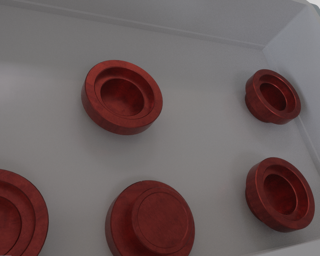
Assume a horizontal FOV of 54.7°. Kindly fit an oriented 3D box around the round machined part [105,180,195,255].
[{"bbox_3d":[-0.005,0.102,0.330,0.099,0.042,0.098,14,56,-21],"label":"round machined part"}]

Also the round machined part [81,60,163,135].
[{"bbox_3d":[-0.050,-0.034,0.388,0.099,0.042,0.098,14,56,-21],"label":"round machined part"}]

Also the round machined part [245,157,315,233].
[{"bbox_3d":[0.157,0.093,0.422,0.099,0.042,0.098,14,56,-21],"label":"round machined part"}]

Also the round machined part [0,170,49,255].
[{"bbox_3d":[-0.149,0.087,0.261,0.099,0.042,0.098,14,56,-21],"label":"round machined part"}]

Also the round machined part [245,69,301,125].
[{"bbox_3d":[0.184,-0.048,0.523,0.099,0.042,0.098,14,56,-21],"label":"round machined part"}]
